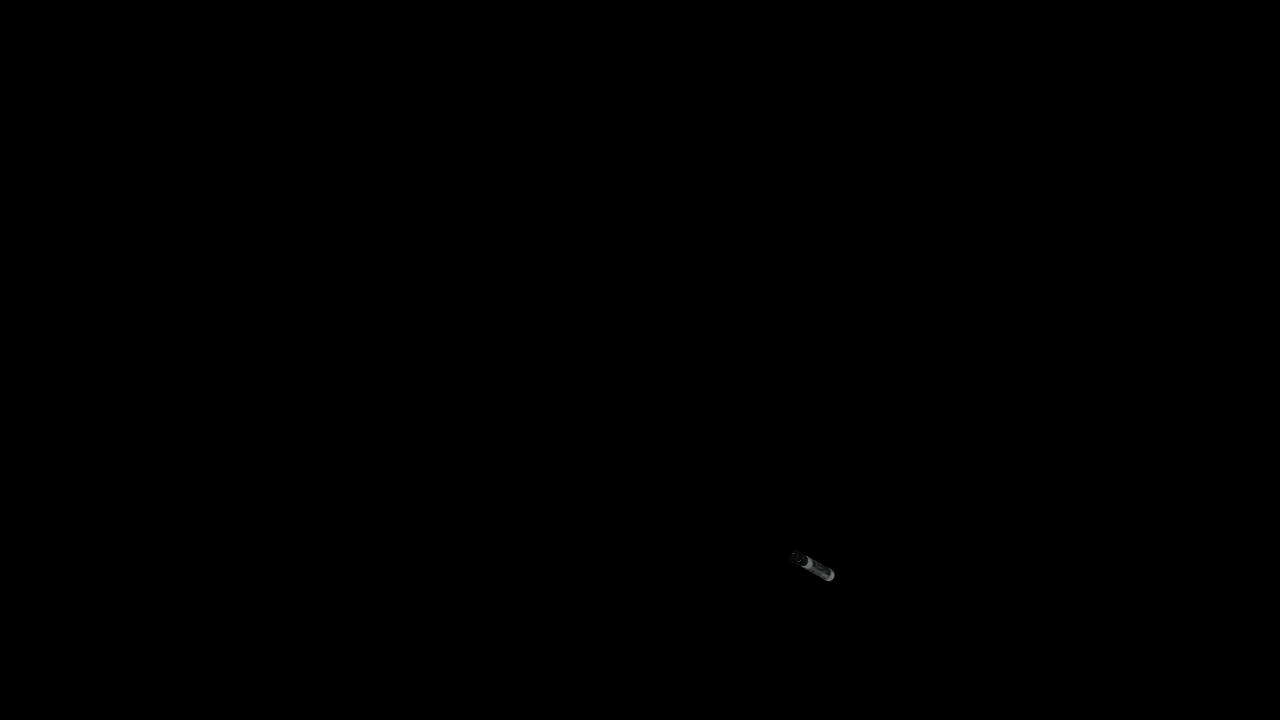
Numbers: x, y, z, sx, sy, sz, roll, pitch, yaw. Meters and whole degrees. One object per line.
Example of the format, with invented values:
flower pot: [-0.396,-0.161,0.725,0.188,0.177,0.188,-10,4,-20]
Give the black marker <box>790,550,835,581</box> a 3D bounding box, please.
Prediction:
black marker: [0.250,0.299,0.893,0.020,0.020,0.121,0,-27,42]
